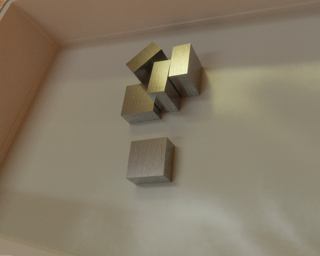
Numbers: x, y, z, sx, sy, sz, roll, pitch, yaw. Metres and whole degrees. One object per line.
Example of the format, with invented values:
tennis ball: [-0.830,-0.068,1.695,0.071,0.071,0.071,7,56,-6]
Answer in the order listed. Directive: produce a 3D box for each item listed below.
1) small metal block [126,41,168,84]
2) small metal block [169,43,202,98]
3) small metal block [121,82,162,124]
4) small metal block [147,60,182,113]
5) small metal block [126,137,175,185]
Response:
small metal block: [-0.013,-0.087,0.450,0.050,0.050,0.025,-41,51,0]
small metal block: [0.036,-0.076,0.418,0.025,0.050,0.050,-6,59,25]
small metal block: [-0.024,-0.036,0.441,0.050,0.025,0.050,-7,59,24]
small metal block: [0.009,-0.055,0.419,0.025,0.050,0.050,-3,61,27]
small metal block: [-0.011,0.042,0.386,0.050,0.025,0.050,-8,58,24]
